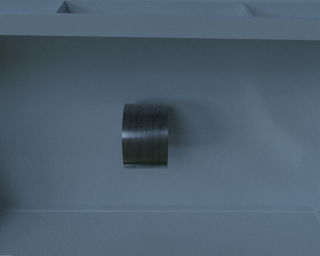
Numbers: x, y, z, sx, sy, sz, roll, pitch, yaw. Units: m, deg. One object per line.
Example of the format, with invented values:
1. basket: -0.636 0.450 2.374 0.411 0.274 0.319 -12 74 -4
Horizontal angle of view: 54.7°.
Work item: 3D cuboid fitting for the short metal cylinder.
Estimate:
1. short metal cylinder: -0.017 0.010 0.378 0.050 0.080 0.079 0 130 -1
